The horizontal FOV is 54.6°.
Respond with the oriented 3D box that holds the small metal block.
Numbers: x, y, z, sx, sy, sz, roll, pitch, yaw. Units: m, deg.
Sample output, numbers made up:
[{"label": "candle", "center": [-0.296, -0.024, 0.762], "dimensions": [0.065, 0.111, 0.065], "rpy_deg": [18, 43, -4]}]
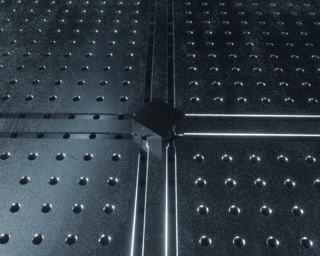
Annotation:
[{"label": "small metal block", "center": [-0.002, -0.008, 0.415], "dimensions": [0.050, 0.025, 0.050], "rpy_deg": [32, 57, 23]}]
